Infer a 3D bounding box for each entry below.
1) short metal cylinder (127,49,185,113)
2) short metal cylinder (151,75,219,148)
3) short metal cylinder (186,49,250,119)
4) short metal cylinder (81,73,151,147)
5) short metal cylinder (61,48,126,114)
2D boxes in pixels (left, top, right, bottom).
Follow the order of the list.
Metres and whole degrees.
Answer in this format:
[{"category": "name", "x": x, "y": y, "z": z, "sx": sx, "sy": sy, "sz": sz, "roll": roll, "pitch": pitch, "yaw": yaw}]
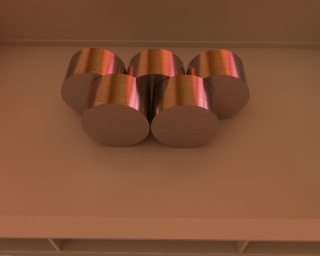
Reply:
[{"category": "short metal cylinder", "x": -0.006, "y": -0.058, "z": 0.416, "sx": 0.080, "sy": 0.080, "sz": 0.050, "roll": 1, "pitch": 50, "yaw": 0}, {"category": "short metal cylinder", "x": 0.030, "y": -0.019, "z": 0.383, "sx": 0.080, "sy": 0.080, "sz": 0.050, "roll": 1, "pitch": 50, "yaw": 0}, {"category": "short metal cylinder", "x": 0.075, "y": -0.057, "z": 0.416, "sx": 0.080, "sy": 0.080, "sz": 0.050, "roll": 1, "pitch": 50, "yaw": 1}, {"category": "short metal cylinder", "x": -0.052, "y": -0.021, "z": 0.384, "sx": 0.080, "sy": 0.080, "sz": 0.050, "roll": 1, "pitch": 50, "yaw": 0}, {"category": "short metal cylinder", "x": -0.087, "y": -0.060, "z": 0.417, "sx": 0.080, "sy": 0.080, "sz": 0.050, "roll": 1, "pitch": 50, "yaw": 0}]
